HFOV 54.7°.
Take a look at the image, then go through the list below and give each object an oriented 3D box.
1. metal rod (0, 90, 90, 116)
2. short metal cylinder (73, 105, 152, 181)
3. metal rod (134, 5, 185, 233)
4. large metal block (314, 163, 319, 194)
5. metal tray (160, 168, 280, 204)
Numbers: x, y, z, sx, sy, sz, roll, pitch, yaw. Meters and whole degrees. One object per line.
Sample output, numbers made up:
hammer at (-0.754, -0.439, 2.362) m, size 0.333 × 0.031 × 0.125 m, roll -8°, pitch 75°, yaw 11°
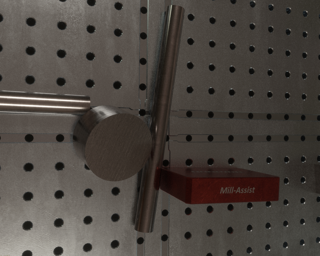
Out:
metal rod at (-0.229, -0.031, 0.327) m, size 0.303 × 0.025 × 0.025 m, roll 2°, pitch 90°, yaw -21°
short metal cylinder at (-0.057, 0.017, 0.368) m, size 0.081 × 0.050 × 0.079 m, roll -9°, pitch 108°, yaw -29°
metal rod at (0.000, -0.014, 0.413) m, size 0.025 × 0.025 × 0.298 m, roll 9°, pitch 87°, yaw -20°
large metal block at (0.315, 0.083, 0.503) m, size 0.081 × 0.080 × 0.050 m, roll -5°, pitch 92°, yaw -20°
metal tray at (0.076, 0.073, 0.407) m, size 0.131 × 0.090 × 0.030 m, roll 3°, pitch 89°, yaw -20°
